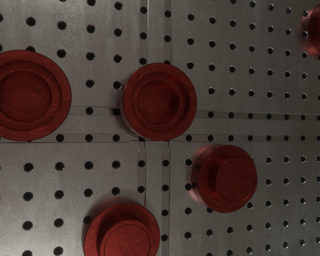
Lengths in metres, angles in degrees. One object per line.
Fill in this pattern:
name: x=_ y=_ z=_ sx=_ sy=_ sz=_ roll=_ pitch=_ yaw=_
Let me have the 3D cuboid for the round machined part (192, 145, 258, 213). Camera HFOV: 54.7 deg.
round machined part: x=0.098 y=0.073 z=0.442 sx=0.099 sy=0.042 sz=0.097 roll=0 pitch=90 yaw=-21

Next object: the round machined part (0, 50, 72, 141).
round machined part: x=-0.152 y=-0.035 z=0.348 sx=0.099 sy=0.042 sz=0.097 roll=0 pitch=90 yaw=-21

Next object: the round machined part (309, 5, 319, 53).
round machined part: x=0.303 y=-0.170 z=0.518 sx=0.099 sy=0.042 sz=0.097 roll=0 pitch=90 yaw=-21

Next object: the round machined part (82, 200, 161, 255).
round machined part: x=-0.045 y=0.143 z=0.388 sx=0.099 sy=0.042 sz=0.097 roll=0 pitch=90 yaw=-21

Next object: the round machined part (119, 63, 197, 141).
round machined part: x=-0.005 y=-0.032 z=0.403 sx=0.099 sy=0.042 sz=0.097 roll=0 pitch=90 yaw=-21
